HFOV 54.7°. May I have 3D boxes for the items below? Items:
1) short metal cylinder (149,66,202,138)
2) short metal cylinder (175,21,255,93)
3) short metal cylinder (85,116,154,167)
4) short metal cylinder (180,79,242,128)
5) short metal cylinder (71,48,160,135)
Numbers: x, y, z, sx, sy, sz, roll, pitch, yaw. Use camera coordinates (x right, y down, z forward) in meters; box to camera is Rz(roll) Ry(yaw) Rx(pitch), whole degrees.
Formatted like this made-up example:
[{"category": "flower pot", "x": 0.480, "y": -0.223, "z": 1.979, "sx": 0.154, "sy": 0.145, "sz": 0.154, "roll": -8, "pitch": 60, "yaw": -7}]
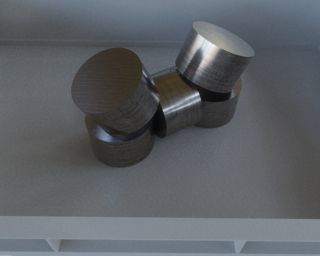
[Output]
[{"category": "short metal cylinder", "x": 0.010, "y": -0.033, "z": 0.395, "sx": 0.050, "sy": 0.080, "sz": 0.080, "roll": -24, "pitch": 54, "yaw": -19}, {"category": "short metal cylinder", "x": 0.065, "y": -0.087, "z": 0.376, "sx": 0.081, "sy": 0.050, "sz": 0.080, "roll": 18, "pitch": 35, "yaw": -13}, {"category": "short metal cylinder", "x": -0.048, "y": 0.001, "z": 0.385, "sx": 0.081, "sy": 0.050, "sz": 0.080, "roll": 0, "pitch": 50, "yaw": 0}, {"category": "short metal cylinder", "x": 0.067, "y": -0.047, "z": 0.427, "sx": 0.081, "sy": 0.050, "sz": 0.080, "roll": 0, "pitch": 50, "yaw": 0}, {"category": "short metal cylinder", "x": -0.047, "y": -0.039, "z": 0.335, "sx": 0.080, "sy": 0.050, "sz": 0.080, "roll": -9, "pitch": 62, "yaw": 17}]
